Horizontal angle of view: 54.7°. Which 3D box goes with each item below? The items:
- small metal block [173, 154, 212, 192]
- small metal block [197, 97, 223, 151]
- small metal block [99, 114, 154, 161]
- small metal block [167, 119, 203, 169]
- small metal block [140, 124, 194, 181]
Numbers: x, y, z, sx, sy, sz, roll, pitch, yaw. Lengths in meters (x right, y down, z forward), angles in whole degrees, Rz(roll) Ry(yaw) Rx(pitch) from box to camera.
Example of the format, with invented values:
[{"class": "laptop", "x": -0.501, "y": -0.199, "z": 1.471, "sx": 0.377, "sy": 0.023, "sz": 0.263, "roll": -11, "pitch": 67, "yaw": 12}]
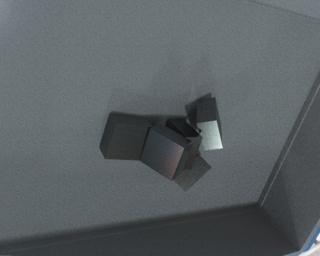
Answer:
[{"class": "small metal block", "x": 0.044, "y": 0.061, "z": 0.451, "sx": 0.050, "sy": 0.050, "sz": 0.025, "roll": -44, "pitch": 95, "yaw": 1}, {"class": "small metal block", "x": 0.068, "y": -0.006, "z": 0.423, "sx": 0.025, "sy": 0.050, "sz": 0.050, "roll": -9, "pitch": 129, "yaw": 15}, {"class": "small metal block", "x": -0.043, "y": 0.013, "z": 0.391, "sx": 0.050, "sy": 0.025, "sz": 0.050, "roll": 7, "pitch": 115, "yaw": -32}, {"class": "small metal block", "x": 0.027, "y": 0.022, "z": 0.421, "sx": 0.025, "sy": 0.050, "sz": 0.050, "roll": 1, "pitch": 118, "yaw": -29}, {"class": "small metal block", "x": 0.008, "y": 0.030, "z": 0.391, "sx": 0.025, "sy": 0.050, "sz": 0.050, "roll": -24, "pitch": 139, "yaw": -55}]
